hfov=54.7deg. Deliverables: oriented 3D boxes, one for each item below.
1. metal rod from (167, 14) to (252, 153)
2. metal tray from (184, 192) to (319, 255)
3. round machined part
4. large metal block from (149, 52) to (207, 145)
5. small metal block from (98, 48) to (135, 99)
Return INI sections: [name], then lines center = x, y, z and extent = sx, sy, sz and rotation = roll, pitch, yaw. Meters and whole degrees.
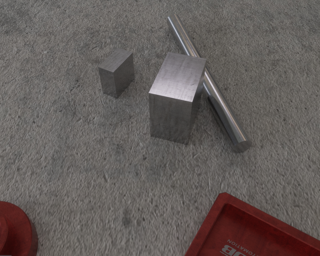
[metal rod]
center = 0.063, -0.087, 0.477
extent = 0.025, 0.025, 0.300
rotation = -12, 51, -10
[metal tray]
center = 0.096, 0.130, 0.291
extent = 0.130, 0.030, 0.090
rotation = 26, 54, 20
[round machined part]
center = -0.173, 0.114, 0.296
extent = 0.099, 0.042, 0.098
rotation = 0, 50, 0
[large metal block]
center = 0.023, -0.038, 0.400
extent = 0.050, 0.080, 0.080
rotation = 13, 51, 11
[small metal block]
center = -0.062, -0.080, 0.454
extent = 0.025, 0.050, 0.050
rotation = 22, 54, 17
